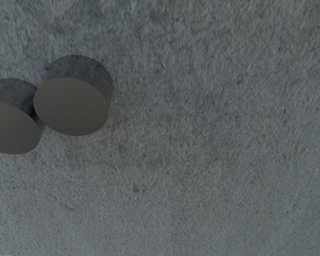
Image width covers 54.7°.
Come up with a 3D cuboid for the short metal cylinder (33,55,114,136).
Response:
[{"bbox_3d":[-0.097,-0.037,0.358,0.081,0.050,0.079,0,130,0],"label":"short metal cylinder"}]

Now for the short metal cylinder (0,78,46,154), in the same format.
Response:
[{"bbox_3d":[-0.180,-0.014,0.377,0.081,0.050,0.079,0,130,0],"label":"short metal cylinder"}]
